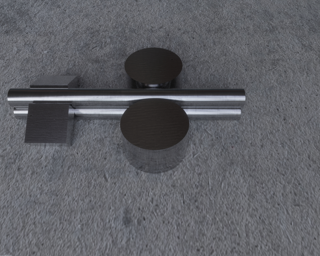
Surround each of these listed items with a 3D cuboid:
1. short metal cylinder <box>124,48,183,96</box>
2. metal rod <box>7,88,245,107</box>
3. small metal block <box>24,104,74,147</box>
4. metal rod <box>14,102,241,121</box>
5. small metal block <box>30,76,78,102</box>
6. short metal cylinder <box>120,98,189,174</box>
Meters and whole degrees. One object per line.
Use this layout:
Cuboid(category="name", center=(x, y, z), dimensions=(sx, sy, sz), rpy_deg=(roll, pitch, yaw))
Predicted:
Cuboid(category="short metal cylinder", center=(-0.009, -0.072, 0.448), dimensions=(0.081, 0.050, 0.080), rpy_deg=(0, 50, 0))
Cuboid(category="metal rod", center=(-0.042, -0.040, 0.405), dimensions=(0.302, 0.025, 0.025), rpy_deg=(0, 50, 0))
Cuboid(category="small metal block", center=(-0.139, -0.003, 0.393), dimensions=(0.050, 0.025, 0.050), rpy_deg=(1, 77, 0))
Cuboid(category="metal rod", center=(-0.043, -0.023, 0.424), dimensions=(0.302, 0.025, 0.025), rpy_deg=(0, 50, 0))
Cuboid(category="small metal block", center=(-0.147, -0.056, 0.438), dimensions=(0.050, 0.025, 0.050), rpy_deg=(0, 23, 0))
Cuboid(category="short metal cylinder", center=(-0.006, 0.009, 0.380), dimensions=(0.081, 0.050, 0.080), rpy_deg=(0, 50, 0))
